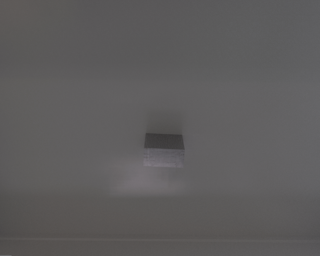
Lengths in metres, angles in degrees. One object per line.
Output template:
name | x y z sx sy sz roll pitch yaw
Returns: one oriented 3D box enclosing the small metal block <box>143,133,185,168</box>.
small metal block | 0.005 0.029 0.408 0.050 0.050 0.025 3 110 -1
